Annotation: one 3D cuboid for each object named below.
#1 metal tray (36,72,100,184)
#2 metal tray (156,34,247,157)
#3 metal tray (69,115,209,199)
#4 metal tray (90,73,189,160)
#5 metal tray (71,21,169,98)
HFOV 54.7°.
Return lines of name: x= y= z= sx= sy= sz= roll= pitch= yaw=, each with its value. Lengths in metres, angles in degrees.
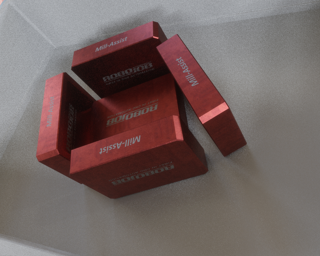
metal tray: x=-0.118 y=0.000 z=0.421 sx=0.030 sy=0.090 sz=0.130 roll=-19 pitch=54 yaw=17
metal tray: x=0.047 y=-0.039 z=0.360 sx=0.030 sy=0.090 sz=0.130 roll=-32 pitch=52 yaw=8
metal tray: x=-0.022 y=0.038 z=0.348 sx=0.130 sy=0.090 sz=0.030 roll=-19 pitch=55 yaw=17
metal tray: x=-0.031 y=-0.013 z=0.422 sx=0.130 sy=0.030 sz=0.090 roll=-18 pitch=55 yaw=17
metal tray: x=-0.045 y=-0.088 z=0.437 sx=0.130 sy=0.090 sz=0.030 roll=-15 pitch=56 yaw=19
